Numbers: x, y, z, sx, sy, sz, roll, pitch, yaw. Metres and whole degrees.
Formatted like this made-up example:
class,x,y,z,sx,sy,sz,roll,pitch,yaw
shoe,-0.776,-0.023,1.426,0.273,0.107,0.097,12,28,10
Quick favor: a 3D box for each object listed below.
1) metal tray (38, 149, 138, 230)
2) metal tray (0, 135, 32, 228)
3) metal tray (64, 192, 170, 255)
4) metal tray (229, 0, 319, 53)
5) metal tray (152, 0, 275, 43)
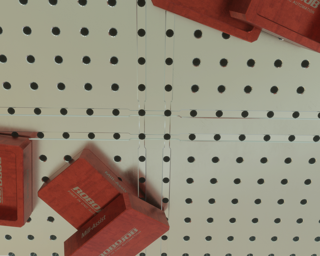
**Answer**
class,x,y,z,sx,sy,sz,roll,pitch,yaw
metal tray,-0.095,0.105,0.448,0.090,0.030,0.130,-39,106,12
metal tray,-0.231,0.073,0.434,0.091,0.030,0.129,7,110,-3
metal tray,-0.063,0.157,0.450,0.130,0.030,0.090,-41,128,13
metal tray,0.148,-0.143,0.333,0.131,0.030,0.089,10,112,-29
metal tray,0.065,-0.162,0.351,0.131,0.030,0.089,18,109,-7
